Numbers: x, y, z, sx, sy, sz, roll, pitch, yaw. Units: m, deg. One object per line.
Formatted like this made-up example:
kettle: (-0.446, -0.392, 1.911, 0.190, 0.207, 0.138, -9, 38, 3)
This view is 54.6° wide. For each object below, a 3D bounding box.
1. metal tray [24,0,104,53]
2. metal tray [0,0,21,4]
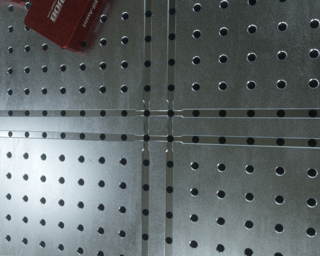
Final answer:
metal tray: (-0.135, -0.190, 0.458, 0.090, 0.030, 0.129, 33, 100, 17)
metal tray: (-0.257, -0.277, 0.502, 0.090, 0.030, 0.129, 16, 95, 19)
